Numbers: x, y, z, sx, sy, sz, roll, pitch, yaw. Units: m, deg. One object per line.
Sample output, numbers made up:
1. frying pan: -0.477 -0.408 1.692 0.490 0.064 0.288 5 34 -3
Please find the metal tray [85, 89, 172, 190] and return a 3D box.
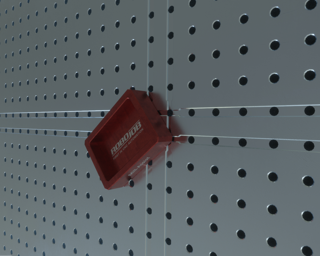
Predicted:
1. metal tray: -0.051 0.018 0.449 0.129 0.030 0.090 -45 63 31
